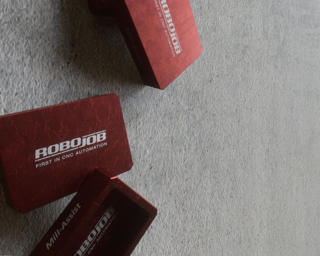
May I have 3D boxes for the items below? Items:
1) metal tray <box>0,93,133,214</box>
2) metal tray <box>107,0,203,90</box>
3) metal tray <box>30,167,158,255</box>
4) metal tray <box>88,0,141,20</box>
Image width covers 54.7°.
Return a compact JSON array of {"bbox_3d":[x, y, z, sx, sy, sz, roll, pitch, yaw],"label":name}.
[{"bbox_3d":[-0.096,0.019,0.321,0.131,0.030,0.089,-18,102,-38],"label":"metal tray"},{"bbox_3d":[0.000,-0.123,0.372,0.090,0.030,0.130,-46,134,-24],"label":"metal tray"},{"bbox_3d":[-0.069,0.117,0.320,0.130,0.030,0.090,-54,133,-16],"label":"metal tray"},{"bbox_3d":[-0.042,-0.199,0.365,0.091,0.030,0.129,-8,95,-40],"label":"metal tray"}]
